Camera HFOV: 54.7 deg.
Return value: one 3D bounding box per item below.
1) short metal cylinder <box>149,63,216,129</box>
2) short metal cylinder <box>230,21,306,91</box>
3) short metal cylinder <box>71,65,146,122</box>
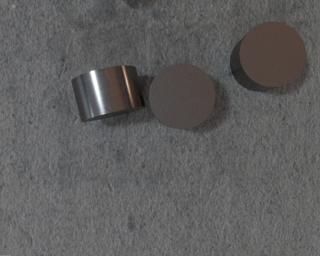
[{"bbox_3d":[0.027,-0.038,0.398,0.081,0.050,0.079,0,90,-1],"label":"short metal cylinder"},{"bbox_3d":[0.136,-0.089,0.399,0.081,0.050,0.079,0,90,-1],"label":"short metal cylinder"},{"bbox_3d":[-0.063,-0.041,0.382,0.080,0.080,0.050,-14,90,0],"label":"short metal cylinder"}]
